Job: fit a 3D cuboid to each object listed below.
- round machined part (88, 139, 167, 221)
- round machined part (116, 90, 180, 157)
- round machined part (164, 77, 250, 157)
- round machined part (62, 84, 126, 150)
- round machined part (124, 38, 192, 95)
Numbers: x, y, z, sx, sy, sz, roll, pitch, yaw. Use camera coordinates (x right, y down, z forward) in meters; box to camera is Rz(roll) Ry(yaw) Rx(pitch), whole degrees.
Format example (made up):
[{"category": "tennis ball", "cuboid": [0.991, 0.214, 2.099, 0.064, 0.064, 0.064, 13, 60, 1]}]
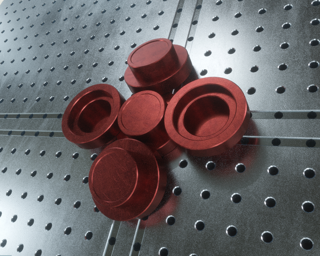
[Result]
[{"category": "round machined part", "cuboid": [-0.045, 0.060, 0.368, 0.098, 0.042, 0.098, -8, 73, 26]}, {"category": "round machined part", "cuboid": [-0.016, -0.011, 0.410, 0.098, 0.042, 0.098, -13, 56, 20]}, {"category": "round machined part", "cuboid": [0.058, -0.010, 0.371, 0.098, 0.042, 0.098, -13, 56, 20]}, {"category": "round machined part", "cuboid": [-0.089, -0.013, 0.450, 0.098, 0.042, 0.098, -13, 56, 20]}, {"category": "round machined part", "cuboid": [-0.007, -0.091, 0.441, 0.098, 0.042, 0.098, -16, 41, 15]}]
